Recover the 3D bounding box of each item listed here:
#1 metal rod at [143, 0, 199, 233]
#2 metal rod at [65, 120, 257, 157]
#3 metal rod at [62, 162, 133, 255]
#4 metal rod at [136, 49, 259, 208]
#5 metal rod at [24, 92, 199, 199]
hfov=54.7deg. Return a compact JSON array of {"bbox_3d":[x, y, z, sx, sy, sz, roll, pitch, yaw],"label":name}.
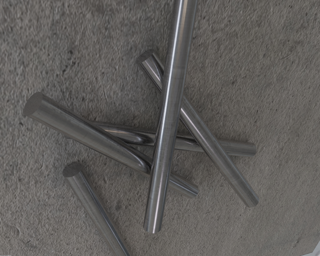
[{"bbox_3d":[0.009,-0.002,0.364,0.025,0.025,0.298,-4,115,-27],"label":"metal rod"},{"bbox_3d":[0.022,0.018,0.429,0.302,0.025,0.025,8,114,-32],"label":"metal rod"},{"bbox_3d":[-0.072,0.165,0.469,0.025,0.025,0.299,-26,128,-12],"label":"metal rod"},{"bbox_3d":[0.066,0.018,0.424,0.025,0.025,0.300,-40,121,-1],"label":"metal rod"},{"bbox_3d":[-0.032,0.040,0.388,0.025,0.025,0.301,-48,137,5],"label":"metal rod"}]
